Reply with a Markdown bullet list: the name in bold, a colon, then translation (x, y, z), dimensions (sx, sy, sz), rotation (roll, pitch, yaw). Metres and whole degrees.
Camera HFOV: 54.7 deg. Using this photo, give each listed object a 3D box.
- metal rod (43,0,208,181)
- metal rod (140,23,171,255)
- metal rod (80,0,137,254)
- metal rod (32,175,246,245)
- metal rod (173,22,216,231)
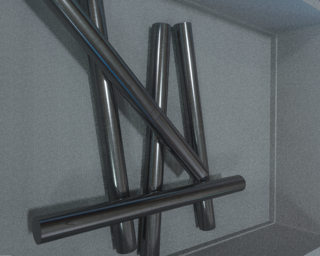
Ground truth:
- **metal rod**: translation (-0.030, -0.042, 0.346), dimensions (0.300, 0.025, 0.025), rotation (51, 60, -28)
- **metal rod**: translation (-0.006, 0.015, 0.401), dimensions (0.025, 0.025, 0.298), rotation (5, 87, -40)
- **metal rod**: translation (-0.058, -0.002, 0.357), dimensions (0.025, 0.025, 0.298), rotation (-12, 98, -39)
- **metal rod**: translation (0.005, 0.088, 0.376), dimensions (0.302, 0.025, 0.025), rotation (-2, 92, -40)
- **metal rod**: translation (0.051, 0.002, 0.449), dimensions (0.025, 0.025, 0.298), rotation (-13, 99, -39)
